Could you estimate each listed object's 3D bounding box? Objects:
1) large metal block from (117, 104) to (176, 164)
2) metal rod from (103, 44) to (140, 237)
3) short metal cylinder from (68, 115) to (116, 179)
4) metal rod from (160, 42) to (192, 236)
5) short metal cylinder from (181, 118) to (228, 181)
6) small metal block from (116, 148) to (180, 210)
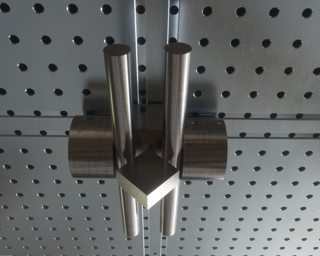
[{"bbox_3d":[-0.014,0.016,0.404,0.081,0.050,0.079,1,130,-1],"label":"large metal block"},{"bbox_3d":[-0.041,0.042,0.377,0.025,0.025,0.298,0,130,-1],"label":"metal rod"},{"bbox_3d":[-0.080,0.023,0.390,0.050,0.080,0.079,1,130,-1],"label":"short metal cylinder"},{"bbox_3d":[0.014,0.041,0.377,0.025,0.025,0.298,0,130,-1],"label":"metal rod"},{"bbox_3d":[0.052,0.027,0.394,0.050,0.080,0.079,1,130,0],"label":"short metal cylinder"},{"bbox_3d":[-0.014,0.057,0.357,0.050,0.050,0.025,33,140,31],"label":"small metal block"}]
